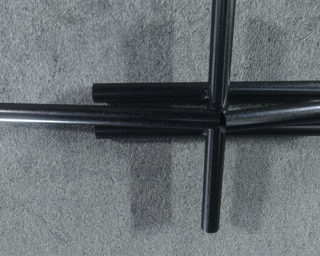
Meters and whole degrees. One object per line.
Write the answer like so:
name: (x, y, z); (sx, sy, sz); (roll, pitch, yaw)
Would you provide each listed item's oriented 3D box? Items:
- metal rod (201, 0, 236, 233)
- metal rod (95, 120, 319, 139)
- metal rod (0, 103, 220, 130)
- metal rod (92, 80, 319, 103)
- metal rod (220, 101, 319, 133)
metal rod: (0.070, 0.001, 0.386); (0.025, 0.025, 0.298); (0, 110, 0)
metal rod: (0.067, 0.000, 0.411); (0.302, 0.025, 0.025); (-1, 110, -1)
metal rod: (-0.080, -0.015, 0.377); (0.302, 0.025, 0.025); (2, 111, 9)
metal rod: (0.067, -0.046, 0.394); (0.302, 0.025, 0.025); (-1, 110, -1)
metal rod: (0.220, -0.023, 0.379); (0.302, 0.025, 0.025); (-6, 111, -9)
